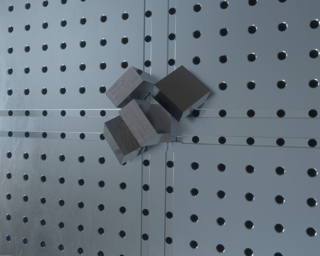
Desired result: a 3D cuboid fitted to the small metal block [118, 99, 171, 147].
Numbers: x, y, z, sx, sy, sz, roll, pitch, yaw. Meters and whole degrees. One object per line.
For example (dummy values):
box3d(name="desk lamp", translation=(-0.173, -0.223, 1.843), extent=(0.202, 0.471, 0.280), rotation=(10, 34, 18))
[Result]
box3d(name="small metal block", translation=(-0.018, -0.006, 0.379), extent=(0.025, 0.050, 0.050), rotation=(-38, 79, 15))

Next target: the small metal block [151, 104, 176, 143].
box3d(name="small metal block", translation=(-0.006, -0.006, 0.415), extent=(0.050, 0.025, 0.050), rotation=(1, 90, 19))

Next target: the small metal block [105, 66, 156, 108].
box3d(name="small metal block", translation=(-0.037, -0.052, 0.413), extent=(0.050, 0.050, 0.025), rotation=(-43, 77, 15))

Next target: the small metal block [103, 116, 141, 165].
box3d(name="small metal block", translation=(-0.052, 0.017, 0.415), extent=(0.025, 0.050, 0.050), rotation=(-28, 79, -20))

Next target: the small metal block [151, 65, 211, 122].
box3d(name="small metal block", translation=(0.026, -0.044, 0.389), extent=(0.050, 0.025, 0.050), rotation=(-38, 74, -25))
